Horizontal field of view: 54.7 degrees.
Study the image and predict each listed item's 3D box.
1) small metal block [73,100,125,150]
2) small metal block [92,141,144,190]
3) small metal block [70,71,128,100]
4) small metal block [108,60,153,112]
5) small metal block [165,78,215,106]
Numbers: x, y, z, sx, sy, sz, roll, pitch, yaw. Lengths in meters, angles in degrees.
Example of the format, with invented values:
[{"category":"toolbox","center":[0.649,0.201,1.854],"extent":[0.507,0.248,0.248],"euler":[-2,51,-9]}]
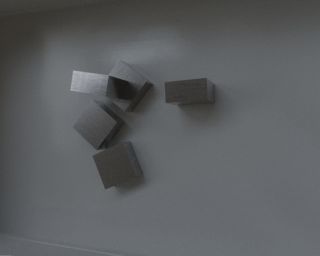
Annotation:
[{"category":"small metal block","center":[-0.087,-0.005,0.440],"extent":[0.050,0.025,0.050],"euler":[41,102,15]},{"category":"small metal block","center":[-0.058,0.051,0.430],"extent":[0.050,0.025,0.050],"euler":[-25,82,18]},{"category":"small metal block","center":[-0.077,-0.054,0.397],"extent":[0.050,0.050,0.025],"euler":[11,94,19]},{"category":"small metal block","center":[-0.047,-0.057,0.426],"extent":[0.050,0.025,0.050],"euler":[40,102,15]},{"category":"small metal block","center":[0.038,-0.044,0.383],"extent":[0.050,0.050,0.025],"euler":[-3,89,19]}]
